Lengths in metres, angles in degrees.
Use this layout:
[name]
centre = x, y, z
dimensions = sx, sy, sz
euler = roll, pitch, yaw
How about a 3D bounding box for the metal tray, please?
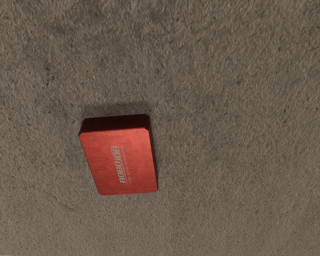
[metal tray]
centre = -0.053, 0.042, 0.439
dimensions = 0.091, 0.030, 0.129
euler = -4, 130, 3
